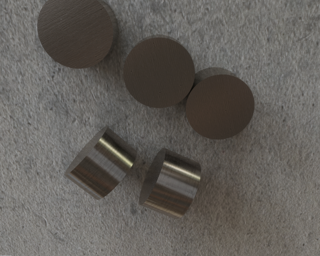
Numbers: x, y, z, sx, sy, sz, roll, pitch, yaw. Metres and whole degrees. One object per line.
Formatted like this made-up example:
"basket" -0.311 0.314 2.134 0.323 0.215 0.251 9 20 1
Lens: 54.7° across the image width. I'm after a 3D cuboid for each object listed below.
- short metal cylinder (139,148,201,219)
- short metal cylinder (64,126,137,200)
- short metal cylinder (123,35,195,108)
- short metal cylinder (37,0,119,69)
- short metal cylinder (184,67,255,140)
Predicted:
"short metal cylinder" 0.012 0.072 0.407 0.050 0.080 0.080 24 108 -9
"short metal cylinder" -0.075 0.044 0.396 0.050 0.080 0.080 42 105 -14
"short metal cylinder" -0.001 -0.069 0.371 0.081 0.050 0.079 0 110 -1
"short metal cylinder" -0.090 -0.112 0.354 0.081 0.050 0.079 0 110 -1
"short metal cylinder" 0.070 -0.032 0.386 0.081 0.050 0.079 0 110 -1
